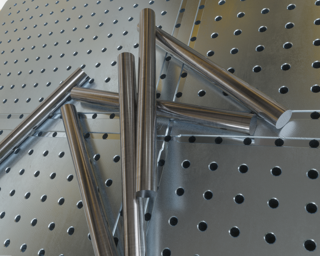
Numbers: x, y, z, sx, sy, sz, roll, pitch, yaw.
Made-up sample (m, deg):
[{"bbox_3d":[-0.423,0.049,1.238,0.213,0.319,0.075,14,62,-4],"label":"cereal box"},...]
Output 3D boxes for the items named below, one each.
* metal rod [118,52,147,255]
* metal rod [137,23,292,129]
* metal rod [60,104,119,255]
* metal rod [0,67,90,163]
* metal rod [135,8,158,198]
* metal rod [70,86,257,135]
[{"bbox_3d":[-0.037,0.030,0.388,0.025,0.025,0.299,-16,62,19],"label":"metal rod"},{"bbox_3d":[0.054,-0.091,0.436,0.025,0.025,0.300,-44,51,-2],"label":"metal rod"},{"bbox_3d":[-0.096,0.074,0.414,0.025,0.025,0.300,-33,51,7],"label":"metal rod"},{"bbox_3d":[-0.238,0.008,0.529,0.300,0.025,0.025,-45,51,-3],"label":"metal rod"},{"bbox_3d":[-0.018,-0.055,0.418,0.025,0.025,0.300,-14,56,20],"label":"metal rod"},{"bbox_3d":[-0.016,-0.031,0.436,0.300,0.025,0.025,12,68,33],"label":"metal rod"}]
